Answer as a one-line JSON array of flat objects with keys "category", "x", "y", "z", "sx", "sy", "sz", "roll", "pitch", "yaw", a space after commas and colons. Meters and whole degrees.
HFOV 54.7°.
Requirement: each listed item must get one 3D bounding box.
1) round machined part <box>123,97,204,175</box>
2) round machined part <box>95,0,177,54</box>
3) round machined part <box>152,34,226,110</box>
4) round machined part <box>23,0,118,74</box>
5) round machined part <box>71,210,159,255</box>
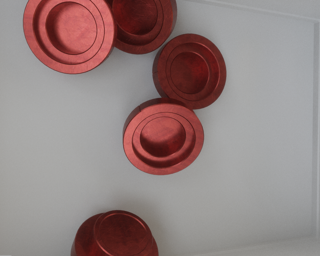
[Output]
[{"category": "round machined part", "x": 0.002, "y": 0.007, "z": 0.390, "sx": 0.099, "sy": 0.042, "sz": 0.097, "roll": -3, "pitch": 115, "yaw": -7}, {"category": "round machined part", "x": -0.027, "y": -0.143, "z": 0.373, "sx": 0.098, "sy": 0.098, "sz": 0.042, "roll": 47, "pitch": 36, "yaw": -15}, {"category": "round machined part", "x": 0.036, "y": -0.072, "z": 0.416, "sx": 0.099, "sy": 0.042, "sz": 0.097, "roll": 0, "pitch": 90, "yaw": -21}, {"category": "round machined part", "x": -0.098, "y": -0.113, "z": 0.352, "sx": 0.099, "sy": 0.042, "sz": 0.097, "roll": 0, "pitch": 108, "yaw": 0}, {"category": "round machined part", "x": -0.047, "y": 0.133, "z": 0.352, "sx": 0.099, "sy": 0.098, "sz": 0.042, "roll": 13, "pitch": 119, "yaw": -20}]
